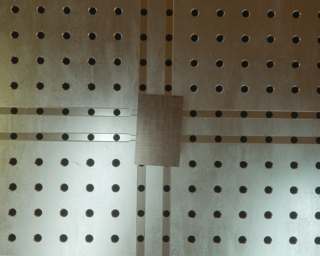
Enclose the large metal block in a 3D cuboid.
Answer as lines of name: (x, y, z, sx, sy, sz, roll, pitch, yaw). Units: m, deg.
large metal block: (-0.001, 0.002, 0.385, 0.050, 0.080, 0.079, 3, 90, 0)
